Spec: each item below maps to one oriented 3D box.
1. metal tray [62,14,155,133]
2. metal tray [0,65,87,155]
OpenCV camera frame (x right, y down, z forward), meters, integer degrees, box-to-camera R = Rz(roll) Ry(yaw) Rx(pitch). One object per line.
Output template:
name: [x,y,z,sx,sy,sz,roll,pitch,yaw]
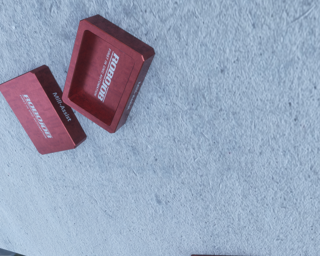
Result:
metal tray: [-0.071,-0.065,0.400,0.090,0.030,0.129,33,129,6]
metal tray: [-0.183,-0.024,0.485,0.090,0.030,0.129,-12,113,33]
